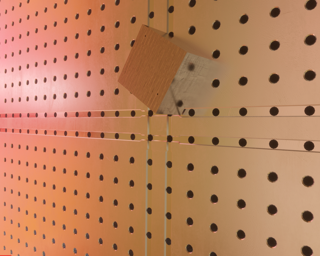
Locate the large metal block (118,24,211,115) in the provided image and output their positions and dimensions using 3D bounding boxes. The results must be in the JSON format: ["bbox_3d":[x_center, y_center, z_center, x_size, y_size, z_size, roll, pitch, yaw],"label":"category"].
[{"bbox_3d":[0.003,-0.072,0.392,0.080,0.050,0.080,42,115,32],"label":"large metal block"}]
